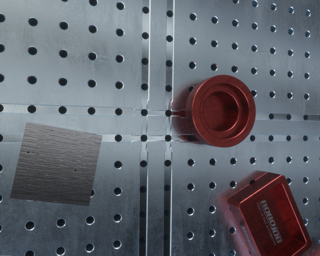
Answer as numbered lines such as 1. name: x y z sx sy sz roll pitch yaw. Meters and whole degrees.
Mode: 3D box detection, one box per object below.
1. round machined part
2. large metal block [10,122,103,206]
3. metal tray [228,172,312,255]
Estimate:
1. round machined part: 0.080 -0.023 0.433 0.099 0.042 0.097 0 90 -20
2. large metal block: -0.118 0.040 0.356 0.081 0.050 0.080 12 86 -20
3. metal tray: 0.169 0.145 0.472 0.091 0.030 0.129 -28 99 -18
